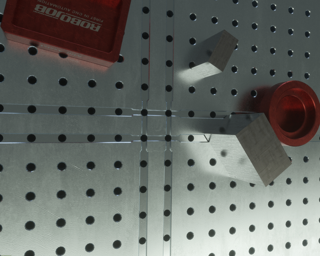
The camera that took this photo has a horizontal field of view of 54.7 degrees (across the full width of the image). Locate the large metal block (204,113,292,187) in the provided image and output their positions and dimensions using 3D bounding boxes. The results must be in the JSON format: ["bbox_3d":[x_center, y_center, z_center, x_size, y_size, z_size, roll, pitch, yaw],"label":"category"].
[{"bbox_3d":[0.118,0.027,0.427,0.050,0.080,0.080,-36,102,-16],"label":"large metal block"}]

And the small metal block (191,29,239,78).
[{"bbox_3d":[0.074,-0.101,0.426,0.025,0.050,0.050,31,80,-18],"label":"small metal block"}]

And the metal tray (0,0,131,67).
[{"bbox_3d":[-0.108,-0.135,0.369,0.131,0.030,0.090,13,86,-20],"label":"metal tray"}]

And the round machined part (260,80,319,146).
[{"bbox_3d":[0.193,-0.022,0.474,0.099,0.042,0.097,0,90,-20],"label":"round machined part"}]
